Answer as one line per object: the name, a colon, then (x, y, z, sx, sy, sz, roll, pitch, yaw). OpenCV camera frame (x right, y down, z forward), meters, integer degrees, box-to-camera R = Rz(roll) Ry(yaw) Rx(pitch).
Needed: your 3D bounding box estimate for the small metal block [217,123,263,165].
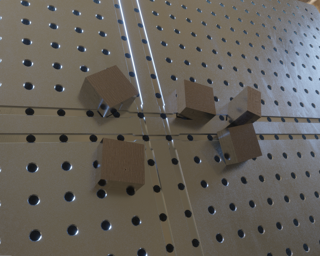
small metal block: (0.116, 0.023, 0.452, 0.050, 0.025, 0.050, -10, 81, -33)

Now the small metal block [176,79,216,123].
small metal block: (0.053, -0.040, 0.463, 0.050, 0.025, 0.050, 13, 56, -22)

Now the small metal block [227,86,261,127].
small metal block: (0.131, -0.029, 0.483, 0.025, 0.050, 0.050, 23, 53, -15)

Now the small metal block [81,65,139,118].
small metal block: (-0.065, -0.048, 0.404, 0.050, 0.025, 0.050, -33, 81, -38)

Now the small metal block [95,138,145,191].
small metal block: (-0.046, 0.043, 0.359, 0.050, 0.025, 0.050, 11, 57, -23)
